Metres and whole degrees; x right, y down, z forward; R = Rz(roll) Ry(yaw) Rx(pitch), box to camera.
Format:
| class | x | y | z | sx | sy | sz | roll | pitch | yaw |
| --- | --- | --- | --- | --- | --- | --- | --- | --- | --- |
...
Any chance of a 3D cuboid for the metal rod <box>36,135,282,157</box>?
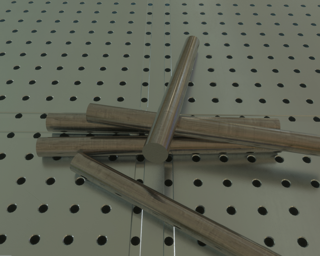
| class | x | y | z | sx | sy | sz | roll | pitch | yaw |
| --- | --- | --- | --- | --- | --- | --- | --- | --- | --- |
| metal rod | 0.001 | 0.021 | 0.389 | 0.302 | 0.025 | 0.025 | -1 | 50 | -2 |

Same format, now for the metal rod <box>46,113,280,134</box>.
| class | x | y | z | sx | sy | sz | roll | pitch | yaw |
| --- | --- | --- | --- | --- | --- | --- | --- | --- | --- |
| metal rod | 0.004 | -0.004 | 0.410 | 0.302 | 0.025 | 0.025 | 1 | 50 | 0 |

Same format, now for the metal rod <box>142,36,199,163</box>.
| class | x | y | z | sx | sy | sz | roll | pitch | yaw |
| --- | --- | --- | --- | --- | --- | --- | --- | --- | --- |
| metal rod | 0.026 | -0.062 | 0.413 | 0.025 | 0.025 | 0.301 | 10 | 36 | 7 |

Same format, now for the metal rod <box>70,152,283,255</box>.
| class | x | y | z | sx | sy | sz | roll | pitch | yaw |
| --- | --- | --- | --- | --- | --- | --- | --- | --- | --- |
| metal rod | 0.031 | 0.098 | 0.325 | 0.301 | 0.025 | 0.025 | 24 | 54 | 18 |

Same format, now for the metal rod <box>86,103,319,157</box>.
| class | x | y | z | sx | sy | sz | roll | pitch | yaw |
| --- | --- | --- | --- | --- | --- | --- | --- | --- | --- |
| metal rod | 0.060 | 0.002 | 0.372 | 0.302 | 0.025 | 0.025 | 8 | 51 | 6 |
